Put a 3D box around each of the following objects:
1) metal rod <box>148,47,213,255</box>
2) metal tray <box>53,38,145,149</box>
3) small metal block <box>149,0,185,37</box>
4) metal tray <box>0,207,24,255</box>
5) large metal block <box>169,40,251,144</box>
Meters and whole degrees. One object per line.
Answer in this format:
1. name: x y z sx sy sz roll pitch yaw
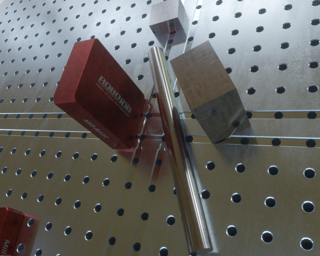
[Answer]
1. metal rod: 0.017 0.004 0.395 0.025 0.025 0.299 -22 54 15
2. metal tray: -0.070 -0.038 0.399 0.030 0.130 0.090 -3 61 27
3. small metal block: 0.012 -0.185 0.514 0.050 0.025 0.050 -9 58 23
4. metal tray: -0.249 0.177 0.424 0.090 0.030 0.130 -8 58 23
5. large metal block: 0.060 -0.040 0.366 0.050 0.080 0.080 -27 53 11
